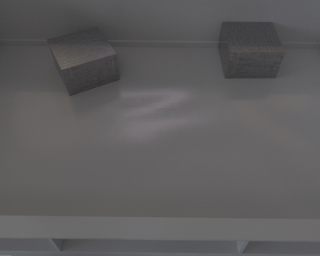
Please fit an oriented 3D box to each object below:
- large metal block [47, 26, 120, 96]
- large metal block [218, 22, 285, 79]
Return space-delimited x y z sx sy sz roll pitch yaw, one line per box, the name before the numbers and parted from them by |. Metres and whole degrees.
large metal block | -0.117 -0.104 0.476 0.081 0.050 0.080 -21 53 -17
large metal block | 0.142 -0.125 0.494 0.081 0.050 0.080 0 50 -1
